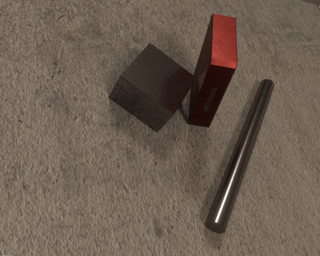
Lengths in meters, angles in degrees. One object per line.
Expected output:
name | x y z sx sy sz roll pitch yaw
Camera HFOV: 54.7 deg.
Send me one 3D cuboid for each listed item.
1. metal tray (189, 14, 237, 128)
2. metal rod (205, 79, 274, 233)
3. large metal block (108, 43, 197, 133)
metal tray | 0.068 -0.072 0.417 0.030 0.129 0.090 9 56 -2
metal rod | 0.129 0.020 0.463 0.025 0.025 0.301 37 51 -4
large metal block | -0.009 -0.055 0.418 0.080 0.050 0.080 36 51 -5
